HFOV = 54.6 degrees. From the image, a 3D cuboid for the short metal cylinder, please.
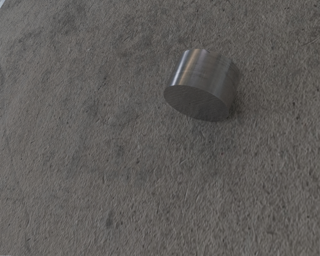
[{"bbox_3d":[0.051,-0.049,0.373,0.080,0.080,0.050,10,67,32],"label":"short metal cylinder"}]
